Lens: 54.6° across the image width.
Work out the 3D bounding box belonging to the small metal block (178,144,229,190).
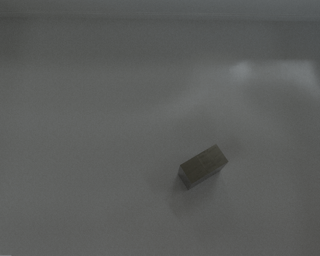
[{"bbox_3d":[0.051,0.049,0.379,0.050,0.050,0.025,-29,73,-10],"label":"small metal block"}]
